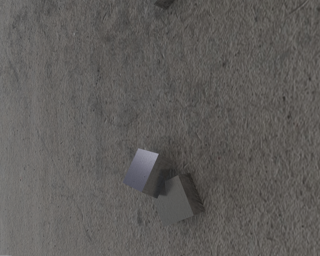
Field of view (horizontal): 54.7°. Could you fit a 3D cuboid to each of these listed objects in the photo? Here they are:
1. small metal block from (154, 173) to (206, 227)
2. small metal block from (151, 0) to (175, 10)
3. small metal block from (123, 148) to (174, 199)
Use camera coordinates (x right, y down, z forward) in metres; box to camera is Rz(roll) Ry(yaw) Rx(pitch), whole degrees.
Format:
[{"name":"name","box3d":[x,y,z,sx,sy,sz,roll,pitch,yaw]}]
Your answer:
[{"name":"small metal block","box3d":[0.021,0.090,0.387,0.050,0.025,0.050,-33,70,35]},{"name":"small metal block","box3d":[0.006,-0.192,0.400,0.050,0.025,0.050,-39,66,33]},{"name":"small metal block","box3d":[-0.016,0.057,0.398,0.050,0.025,0.050,8,71,56]}]
